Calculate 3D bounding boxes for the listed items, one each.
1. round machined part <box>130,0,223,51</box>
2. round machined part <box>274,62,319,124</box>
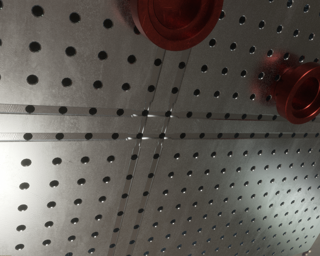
[{"bbox_3d":[0.014,-0.135,0.326,0.099,0.042,0.097,-14,125,-21],"label":"round machined part"},{"bbox_3d":[0.222,-0.058,0.489,0.099,0.042,0.097,-14,125,-21],"label":"round machined part"}]
